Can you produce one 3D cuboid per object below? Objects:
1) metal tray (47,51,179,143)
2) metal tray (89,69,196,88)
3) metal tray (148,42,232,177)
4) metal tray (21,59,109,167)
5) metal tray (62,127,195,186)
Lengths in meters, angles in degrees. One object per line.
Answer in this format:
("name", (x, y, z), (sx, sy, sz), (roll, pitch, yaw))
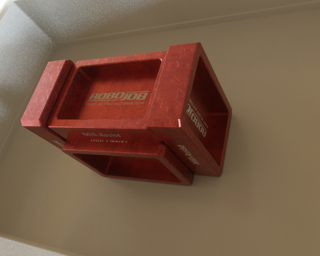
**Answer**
("metal tray", (-0.049, -0.033, 0.330), (0.130, 0.030, 0.090), (1, 62, 28))
("metal tray", (-0.013, -0.046, 0.395), (0.130, 0.090, 0.030), (0, 63, 29))
("metal tray", (0.039, -0.013, 0.323), (0.030, 0.130, 0.090), (1, 63, 29))
("metal tray", (-0.103, -0.014, 0.399), (0.030, 0.130, 0.090), (1, 63, 29))
("metal tray", (-0.034, 0.033, 0.358), (0.130, 0.090, 0.030), (0, 62, 28))
